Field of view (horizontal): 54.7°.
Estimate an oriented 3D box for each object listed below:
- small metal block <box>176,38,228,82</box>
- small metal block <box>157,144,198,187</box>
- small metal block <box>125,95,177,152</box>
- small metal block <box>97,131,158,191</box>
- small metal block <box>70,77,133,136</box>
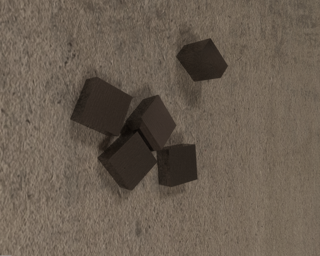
[{"bbox_3d":[0.060,-0.095,0.441,0.050,0.050,0.025,48,61,-30],"label":"small metal block"},{"bbox_3d":[0.024,0.050,0.427,0.050,0.025,0.050,-7,95,-40],"label":"small metal block"},{"bbox_3d":[-0.010,-0.006,0.390,0.050,0.025,0.050,59,40,-24],"label":"small metal block"},{"bbox_3d":[-0.038,0.039,0.375,0.050,0.025,0.050,-47,118,-30],"label":"small metal block"},{"bbox_3d":[-0.065,-0.023,0.351,0.050,0.025,0.050,28,72,-37],"label":"small metal block"}]
